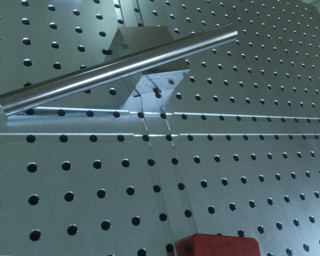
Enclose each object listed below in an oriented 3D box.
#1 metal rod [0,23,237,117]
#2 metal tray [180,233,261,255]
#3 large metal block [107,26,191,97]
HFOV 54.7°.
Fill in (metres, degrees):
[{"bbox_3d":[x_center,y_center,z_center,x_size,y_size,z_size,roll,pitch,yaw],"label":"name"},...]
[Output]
[{"bbox_3d":[-0.035,-0.077,0.379,0.302,0.025,0.025,-22,73,-17],"label":"metal rod"},{"bbox_3d":[0.071,0.186,0.332,0.091,0.030,0.130,13,56,-22],"label":"metal tray"},{"bbox_3d":[-0.017,-0.097,0.444,0.081,0.050,0.080,-15,70,-34],"label":"large metal block"}]
